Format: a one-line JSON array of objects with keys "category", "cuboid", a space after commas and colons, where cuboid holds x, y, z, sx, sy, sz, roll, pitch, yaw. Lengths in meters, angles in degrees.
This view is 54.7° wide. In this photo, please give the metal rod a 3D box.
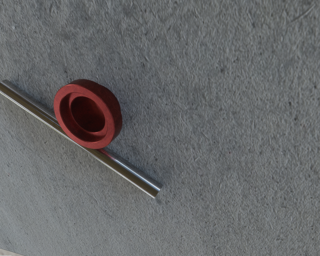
[{"category": "metal rod", "cuboid": [-0.127, 0.014, 0.482, 0.301, 0.025, 0.025, 33, 129, 6]}]

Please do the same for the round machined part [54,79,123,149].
[{"category": "round machined part", "cuboid": [-0.095, -0.023, 0.432, 0.098, 0.042, 0.097, 13, 124, 21]}]
